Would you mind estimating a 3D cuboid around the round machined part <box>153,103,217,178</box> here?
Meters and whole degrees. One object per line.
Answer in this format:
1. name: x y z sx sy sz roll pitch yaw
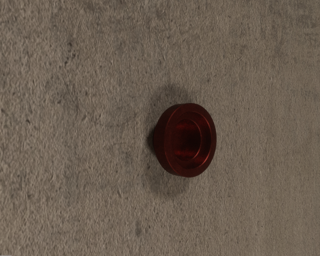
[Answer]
1. round machined part: 0.029 0.016 0.420 0.099 0.042 0.097 0 90 -40
